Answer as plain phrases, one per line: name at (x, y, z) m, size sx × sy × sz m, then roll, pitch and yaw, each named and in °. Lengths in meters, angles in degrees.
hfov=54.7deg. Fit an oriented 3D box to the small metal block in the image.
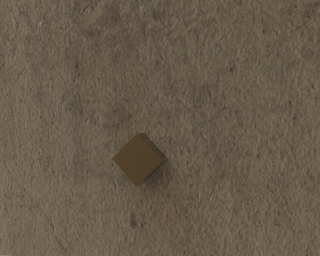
small metal block at (-0.026, 0.042, 0.417) m, size 0.050 × 0.025 × 0.050 m, roll -46°, pitch 76°, yaw 14°
